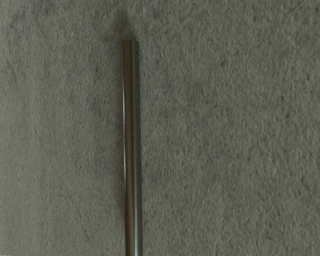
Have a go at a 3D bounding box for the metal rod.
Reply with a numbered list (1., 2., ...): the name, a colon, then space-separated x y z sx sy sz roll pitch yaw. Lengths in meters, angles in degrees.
1. metal rod: -0.039 0.028 0.434 0.025 0.025 0.298 -2 89 39
